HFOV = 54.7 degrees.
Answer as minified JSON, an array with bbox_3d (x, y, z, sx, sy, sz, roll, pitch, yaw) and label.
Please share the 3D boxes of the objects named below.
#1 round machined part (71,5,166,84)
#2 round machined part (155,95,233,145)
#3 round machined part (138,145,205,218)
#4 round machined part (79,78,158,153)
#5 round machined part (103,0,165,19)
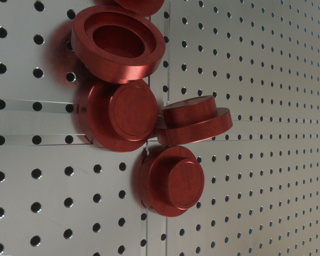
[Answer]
[{"bbox_3d":[-0.047,-0.087,0.339,0.099,0.042,0.098,12,49,-15],"label":"round machined part"},{"bbox_3d":[0.040,-0.014,0.397,0.099,0.098,0.042,-22,103,-38],"label":"round machined part"},{"bbox_3d":[0.023,0.072,0.419,0.099,0.042,0.097,0,90,-40],"label":"round machined part"},{"bbox_3d":[-0.041,-0.019,0.365,0.099,0.042,0.097,0,90,-40],"label":"round machined part"},{"bbox_3d":[-0.028,-0.185,0.376,0.099,0.042,0.097,0,90,-40],"label":"round machined part"}]
